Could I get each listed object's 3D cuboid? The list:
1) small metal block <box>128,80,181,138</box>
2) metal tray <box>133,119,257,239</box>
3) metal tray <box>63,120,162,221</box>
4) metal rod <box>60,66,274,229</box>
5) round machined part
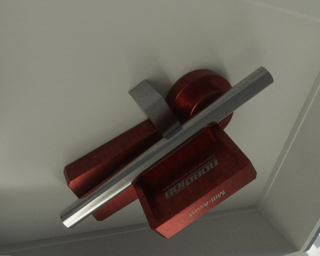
[{"bbox_3d":[-0.007,-0.024,0.374,0.025,0.050,0.050,-38,130,-3],"label":"small metal block"},{"bbox_3d":[0.036,0.057,0.372,0.130,0.090,0.030,-35,132,3],"label":"metal tray"},{"bbox_3d":[-0.048,0.058,0.415,0.131,0.030,0.090,-31,129,-9],"label":"metal tray"},{"bbox_3d":[0.008,0.024,0.376,0.301,0.025,0.025,-36,130,1],"label":"metal rod"},{"bbox_3d":[0.059,-0.025,0.414,0.099,0.042,0.097,-14,125,-21],"label":"round machined part"}]
